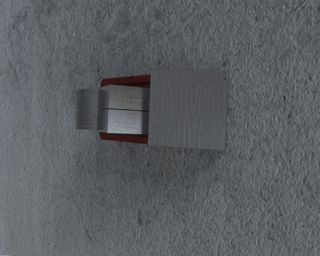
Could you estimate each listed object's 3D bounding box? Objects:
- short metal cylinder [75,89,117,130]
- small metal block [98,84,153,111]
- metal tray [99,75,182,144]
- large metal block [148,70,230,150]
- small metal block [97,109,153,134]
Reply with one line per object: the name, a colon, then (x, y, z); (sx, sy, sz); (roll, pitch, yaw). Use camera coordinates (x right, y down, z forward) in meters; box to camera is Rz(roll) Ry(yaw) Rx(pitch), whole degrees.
short metal cylinder: (-0.071, -0.023, 0.413); (0.080, 0.081, 0.050); (2, 91, 40)
small metal block: (-0.040, -0.033, 0.355); (0.050, 0.050, 0.025); (-176, 88, -66)
metal tray: (-0.029, -0.025, 0.427); (0.130, 0.030, 0.089); (3, 92, 40)
large metal block: (0.034, -0.020, 0.343); (0.080, 0.050, 0.079); (3, 92, 14)
small metal block: (-0.041, -0.007, 0.355); (0.050, 0.050, 0.025); (-176, 88, -66)
